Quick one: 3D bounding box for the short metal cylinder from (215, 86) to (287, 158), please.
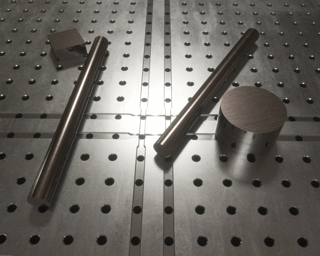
[{"bbox_3d":[0.115,-0.009,0.400,0.081,0.050,0.080,0,50,0],"label":"short metal cylinder"}]

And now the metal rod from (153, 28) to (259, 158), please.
[{"bbox_3d":[0.083,-0.069,0.466,0.025,0.025,0.301,26,54,20],"label":"metal rod"}]

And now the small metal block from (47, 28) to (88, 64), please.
[{"bbox_3d":[-0.156,-0.140,0.523,0.050,0.025,0.050,-21,53,-17],"label":"small metal block"}]

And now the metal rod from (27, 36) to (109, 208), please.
[{"bbox_3d":[-0.116,-0.033,0.433,0.025,0.025,0.300,5,50,4],"label":"metal rod"}]
